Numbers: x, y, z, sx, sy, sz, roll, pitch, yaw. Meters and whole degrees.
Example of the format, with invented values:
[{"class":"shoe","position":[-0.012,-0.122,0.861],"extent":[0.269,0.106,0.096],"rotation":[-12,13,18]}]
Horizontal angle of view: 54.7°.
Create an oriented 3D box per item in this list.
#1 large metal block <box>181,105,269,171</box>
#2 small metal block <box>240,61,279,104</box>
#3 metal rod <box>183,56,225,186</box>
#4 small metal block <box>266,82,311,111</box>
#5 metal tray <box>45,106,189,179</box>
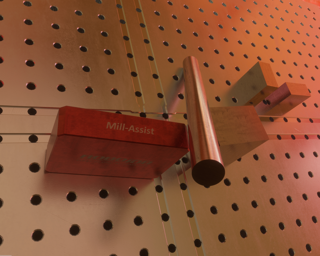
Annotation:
[{"class":"large metal block","position":[0.078,0.014,0.406],"extent":[0.081,0.080,0.050],"rotation":[-5,64,-30]},{"class":"small metal block","position":[0.168,-0.077,0.529],"extent":[0.025,0.050,0.050],"rotation":[6,59,-26]},{"class":"metal rod","position":[0.043,-0.035,0.367],"extent":[0.025,0.025,0.300],"rotation":[27,25,-11]},{"class":"small metal block","position":[0.226,-0.055,0.546],"extent":[0.050,0.050,0.025],"rotation":[1,62,-28]},{"class":"metal tray","position":[-0.046,0.021,0.328],"extent":[0.131,0.090,0.030],"rotation":[8,59,-24]}]
